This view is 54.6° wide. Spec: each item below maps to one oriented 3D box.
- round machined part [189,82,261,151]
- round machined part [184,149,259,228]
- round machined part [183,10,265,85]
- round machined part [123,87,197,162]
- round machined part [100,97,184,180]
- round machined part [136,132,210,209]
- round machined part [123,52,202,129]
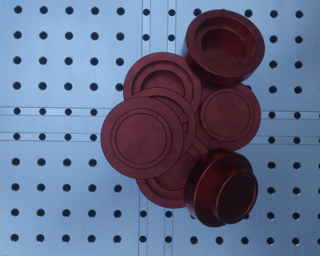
[{"bbox_3d":[0.084,-0.016,0.405,0.099,0.042,0.097,0,90,0],"label":"round machined part"},{"bbox_3d":[0.082,0.078,0.381,0.099,0.042,0.097,-9,108,-31],"label":"round machined part"},{"bbox_3d":[0.078,-0.097,0.394,0.099,0.042,0.098,2,69,-6],"label":"round machined part"},{"bbox_3d":[-0.004,-0.002,0.404,0.099,0.042,0.097,0,90,0],"label":"round machined part"},{"bbox_3d":[-0.021,0.012,0.362,0.099,0.042,0.097,0,90,0],"label":"round machined part"},{"bbox_3d":[0.018,0.051,0.405,0.099,0.042,0.097,0,90,0],"label":"round machined part"},{"bbox_3d":[0.003,-0.046,0.405,0.099,0.042,0.097,0,90,0],"label":"round machined part"}]
